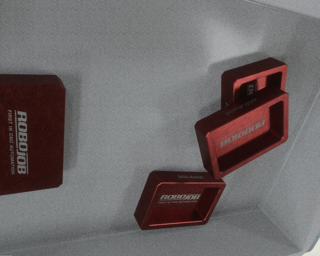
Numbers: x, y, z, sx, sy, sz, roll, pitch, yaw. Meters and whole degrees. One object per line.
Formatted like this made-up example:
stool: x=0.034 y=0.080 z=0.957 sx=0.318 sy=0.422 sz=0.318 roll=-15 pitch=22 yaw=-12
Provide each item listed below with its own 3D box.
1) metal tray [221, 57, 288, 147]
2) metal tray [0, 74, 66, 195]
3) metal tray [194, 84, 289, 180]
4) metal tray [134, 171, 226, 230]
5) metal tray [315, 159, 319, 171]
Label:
metal tray: x=0.137 y=-0.030 z=0.461 sx=0.091 sy=0.030 sz=0.129 roll=-19 pitch=126 yaw=-17
metal tray: x=-0.151 y=0.009 z=0.329 sx=0.091 sy=0.030 sz=0.129 roll=-4 pitch=120 yaw=-27
metal tray: x=0.118 y=0.006 z=0.433 sx=0.131 sy=0.030 sz=0.090 roll=-27 pitch=128 yaw=-12
metal tray: x=0.033 y=0.115 z=0.493 sx=0.131 sy=0.030 sz=0.089 roll=6 pitch=115 yaw=-31
metal tray: x=0.403 y=0.063 z=0.666 sx=0.131 sy=0.030 sz=0.089 roll=11 pitch=113 yaw=-33
